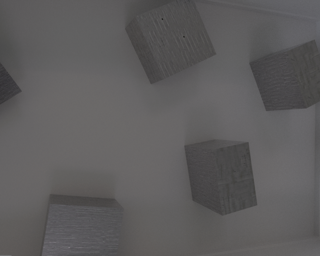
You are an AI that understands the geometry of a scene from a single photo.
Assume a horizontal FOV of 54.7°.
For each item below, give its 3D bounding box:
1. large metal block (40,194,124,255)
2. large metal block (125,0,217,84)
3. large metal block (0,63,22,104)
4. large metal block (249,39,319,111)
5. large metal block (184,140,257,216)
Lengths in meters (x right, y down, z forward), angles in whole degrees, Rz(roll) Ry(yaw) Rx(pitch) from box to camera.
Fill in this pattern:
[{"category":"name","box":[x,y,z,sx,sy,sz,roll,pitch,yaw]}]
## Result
[{"category":"large metal block","box":[-0.093,0.126,0.363,0.081,0.050,0.080,9,87,-20]},{"category":"large metal block","box":[0.013,-0.112,0.402,0.080,0.050,0.080,-28,100,-18]},{"category":"large metal block","box":[-0.199,-0.052,0.300,0.080,0.080,0.050,-37,66,-16]},{"category":"large metal block","box":[0.187,-0.073,0.450,0.050,0.080,0.080,-25,99,-18]},{"category":"large metal block","box":[0.077,0.060,0.410,0.050,0.080,0.080,-10,94,-20]}]
